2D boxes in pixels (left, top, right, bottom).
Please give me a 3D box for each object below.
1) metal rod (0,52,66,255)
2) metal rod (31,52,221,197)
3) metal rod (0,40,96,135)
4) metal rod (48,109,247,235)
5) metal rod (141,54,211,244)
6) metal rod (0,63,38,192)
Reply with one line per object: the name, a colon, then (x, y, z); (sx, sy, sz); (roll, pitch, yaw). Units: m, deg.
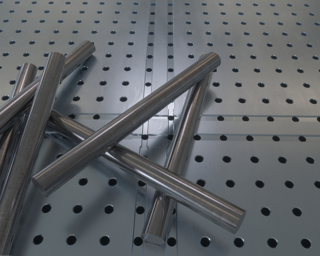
metal rod: (-0.153, 0.028, 0.358); (0.025, 0.025, 0.300); (2, 58, 2)
metal rod: (-0.017, -0.023, 0.378); (0.025, 0.025, 0.302); (33, 52, 25)
metal rod: (-0.174, -0.043, 0.417); (0.025, 0.025, 0.301); (17, 44, 14)
metal rod: (-0.046, 0.032, 0.357); (0.300, 0.025, 0.025); (25, 54, 28)
metal rod: (0.034, 0.002, 0.406); (0.025, 0.025, 0.300); (12, 51, 10)
metal rod: (-0.194, 0.023, 0.387); (0.025, 0.025, 0.300); (-3, 50, -2)
